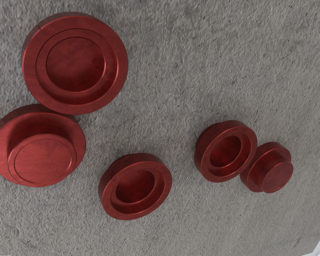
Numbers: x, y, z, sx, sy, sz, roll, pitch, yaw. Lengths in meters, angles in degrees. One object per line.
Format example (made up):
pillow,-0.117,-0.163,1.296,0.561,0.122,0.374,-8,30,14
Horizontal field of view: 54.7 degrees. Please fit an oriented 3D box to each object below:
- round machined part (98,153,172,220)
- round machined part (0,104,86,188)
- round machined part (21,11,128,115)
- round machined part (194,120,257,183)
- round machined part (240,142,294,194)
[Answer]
round machined part,-0.037,0.074,0.422,0.099,0.042,0.097,-14,124,-21
round machined part,-0.130,0.026,0.341,0.099,0.042,0.097,-14,124,-21
round machined part,-0.085,-0.065,0.309,0.099,0.042,0.097,-14,124,-21
round machined part,0.093,0.030,0.465,0.099,0.042,0.097,-14,124,-21
round machined part,0.195,0.077,0.550,0.099,0.042,0.097,-14,124,-21
